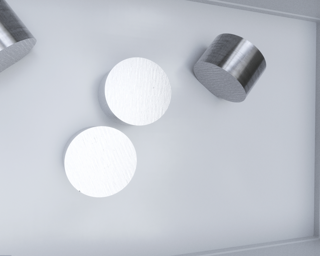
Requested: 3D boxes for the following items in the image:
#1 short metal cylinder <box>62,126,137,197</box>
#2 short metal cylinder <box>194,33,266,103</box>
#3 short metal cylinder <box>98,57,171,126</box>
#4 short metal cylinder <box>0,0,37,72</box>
[{"bbox_3d":[-0.073,0.038,0.370,0.081,0.050,0.080,0,90,-20],"label":"short metal cylinder"},{"bbox_3d":[0.093,-0.079,0.415,0.080,0.080,0.050,40,77,-16],"label":"short metal cylinder"},{"bbox_3d":[-0.033,-0.043,0.385,0.081,0.050,0.080,0,90,-20],"label":"short metal cylinder"},{"bbox_3d":[-0.177,-0.089,0.316,0.080,0.080,0.050,-39,103,-16],"label":"short metal cylinder"}]
